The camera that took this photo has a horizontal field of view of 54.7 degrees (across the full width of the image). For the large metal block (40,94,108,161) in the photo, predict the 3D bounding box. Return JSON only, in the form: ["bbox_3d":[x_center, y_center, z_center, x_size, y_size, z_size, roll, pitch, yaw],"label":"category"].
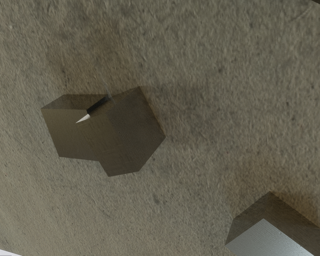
[{"bbox_3d":[-0.112,-0.002,0.446,0.080,0.050,0.079,3,120,26],"label":"large metal block"}]

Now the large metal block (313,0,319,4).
[{"bbox_3d":[0.120,-0.142,0.220,0.050,0.080,0.079,30,128,9],"label":"large metal block"}]

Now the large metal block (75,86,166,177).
[{"bbox_3d":[-0.046,0.004,0.396,0.050,0.080,0.080,-15,111,34],"label":"large metal block"}]

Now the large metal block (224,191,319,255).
[{"bbox_3d":[0.145,0.142,0.402,0.080,0.050,0.080,37,129,3],"label":"large metal block"}]
